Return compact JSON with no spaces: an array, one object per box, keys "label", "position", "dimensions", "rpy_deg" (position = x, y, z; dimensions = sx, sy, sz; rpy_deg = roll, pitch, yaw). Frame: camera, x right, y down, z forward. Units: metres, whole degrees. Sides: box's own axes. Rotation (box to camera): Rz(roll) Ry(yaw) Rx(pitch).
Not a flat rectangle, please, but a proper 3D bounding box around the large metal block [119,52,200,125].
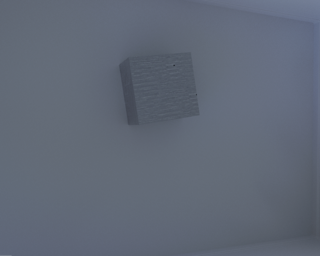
[{"label":"large metal block","position":[-0.002,-0.049,0.398],"dimensions":[0.081,0.050,0.079],"rpy_deg":[-10,94,-20]}]
